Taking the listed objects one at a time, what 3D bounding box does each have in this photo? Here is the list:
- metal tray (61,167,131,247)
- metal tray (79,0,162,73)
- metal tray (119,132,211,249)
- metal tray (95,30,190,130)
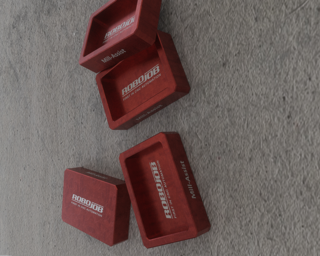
[{"bbox_3d":[-0.103,0.118,0.487,0.130,0.030,0.089,8,95,39],"label":"metal tray"},{"bbox_3d":[-0.056,-0.136,0.421,0.130,0.030,0.090,-13,62,44],"label":"metal tray"},{"bbox_3d":[0.002,0.080,0.400,0.090,0.030,0.129,-29,72,36],"label":"metal tray"},{"bbox_3d":[-0.029,-0.062,0.425,0.130,0.030,0.090,-29,72,36],"label":"metal tray"}]
